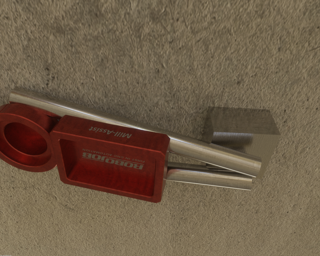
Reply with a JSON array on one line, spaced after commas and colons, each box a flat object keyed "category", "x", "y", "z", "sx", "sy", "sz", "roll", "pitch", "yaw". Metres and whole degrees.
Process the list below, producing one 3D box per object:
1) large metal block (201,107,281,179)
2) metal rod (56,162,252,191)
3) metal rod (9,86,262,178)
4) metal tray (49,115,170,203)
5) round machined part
[{"category": "large metal block", "x": 0.100, "y": 0.020, "z": 0.409, "sx": 0.081, "sy": 0.050, "sz": 0.079, "roll": 3, "pitch": 130, "yaw": -3}, {"category": "metal rod", "x": -0.035, "y": 0.052, "z": 0.410, "sx": 0.301, "sy": 0.025, "sz": 0.025, "roll": 5, "pitch": 131, "yaw": 11}, {"category": "metal rod", "x": -0.030, "y": 0.004, "z": 0.369, "sx": 0.302, "sy": 0.025, "sz": 0.025, "roll": 16, "pitch": 129, "yaw": 2}, {"category": "metal tray", "x": -0.057, "y": 0.039, "z": 0.370, "sx": 0.131, "sy": 0.030, "sz": 0.089, "roll": 10, "pitch": 131, "yaw": 7}, {"category": "round machined part", "x": -0.166, "y": 0.008, "z": 0.395, "sx": 0.099, "sy": 0.042, "sz": 0.097, "roll": 6, "pitch": 130, "yaw": 8}]
